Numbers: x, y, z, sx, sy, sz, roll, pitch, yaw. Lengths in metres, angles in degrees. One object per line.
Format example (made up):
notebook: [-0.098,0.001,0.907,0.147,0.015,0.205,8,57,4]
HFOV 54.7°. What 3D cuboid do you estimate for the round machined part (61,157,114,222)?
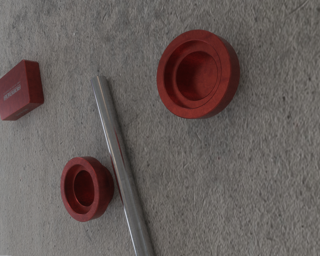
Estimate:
round machined part: [-0.110,0.093,0.485,0.098,0.042,0.097,0,90,40]

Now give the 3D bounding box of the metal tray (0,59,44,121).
metal tray: [-0.293,-0.075,0.644,0.130,0.030,0.090,-20,77,38]

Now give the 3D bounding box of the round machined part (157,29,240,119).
round machined part: [0.047,-0.059,0.355,0.098,0.042,0.097,0,90,40]

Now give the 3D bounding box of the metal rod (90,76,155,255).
metal rod: [-0.054,0.063,0.449,0.025,0.025,0.299,-27,73,37]
